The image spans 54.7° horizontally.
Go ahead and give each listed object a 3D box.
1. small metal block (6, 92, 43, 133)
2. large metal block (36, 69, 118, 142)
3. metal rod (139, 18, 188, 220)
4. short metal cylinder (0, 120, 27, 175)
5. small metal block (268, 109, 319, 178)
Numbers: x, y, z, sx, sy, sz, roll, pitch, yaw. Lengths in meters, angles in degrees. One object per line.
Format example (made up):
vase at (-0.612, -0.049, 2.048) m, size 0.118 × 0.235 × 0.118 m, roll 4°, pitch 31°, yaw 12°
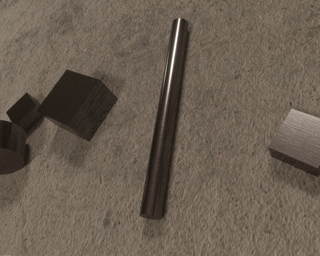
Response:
small metal block at (-0.233, -0.027, 0.540) m, size 0.050 × 0.025 × 0.050 m, roll -46°, pitch 51°, yaw -4°
large metal block at (-0.126, -0.036, 0.474) m, size 0.080 × 0.050 × 0.080 m, roll 21°, pitch 73°, yaw 35°
metal rod at (0.011, -0.031, 0.416) m, size 0.025 × 0.025 × 0.299 m, roll -5°, pitch 59°, yaw 25°
short metal cylinder at (-0.252, 0.031, 0.479) m, size 0.080 × 0.080 × 0.050 m, roll -23°, pitch 54°, yaw 14°
small metal block at (0.148, 0.014, 0.317) m, size 0.050 × 0.025 × 0.050 m, roll 27°, pitch 76°, yaw 36°
